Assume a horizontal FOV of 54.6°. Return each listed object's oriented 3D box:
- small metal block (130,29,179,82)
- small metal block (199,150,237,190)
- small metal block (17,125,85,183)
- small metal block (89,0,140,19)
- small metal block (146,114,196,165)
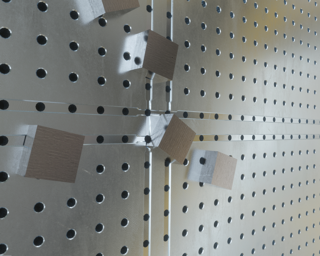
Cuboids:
[{"bbox_3d":[-0.006,-0.092,0.403,0.050,0.025,0.050,17,80,-39],"label":"small metal block"},{"bbox_3d":[0.091,0.066,0.485,0.050,0.025,0.050,23,76,-38],"label":"small metal block"},{"bbox_3d":[-0.110,0.027,0.316,0.050,0.025,0.050,17,79,-39],"label":"small metal block"},{"bbox_3d":[-0.057,-0.160,0.360,0.050,0.025,0.050,-27,107,-37],"label":"small metal block"},{"bbox_3d":[0.016,0.015,0.422,0.050,0.025,0.050,39,66,-33],"label":"small metal block"}]
